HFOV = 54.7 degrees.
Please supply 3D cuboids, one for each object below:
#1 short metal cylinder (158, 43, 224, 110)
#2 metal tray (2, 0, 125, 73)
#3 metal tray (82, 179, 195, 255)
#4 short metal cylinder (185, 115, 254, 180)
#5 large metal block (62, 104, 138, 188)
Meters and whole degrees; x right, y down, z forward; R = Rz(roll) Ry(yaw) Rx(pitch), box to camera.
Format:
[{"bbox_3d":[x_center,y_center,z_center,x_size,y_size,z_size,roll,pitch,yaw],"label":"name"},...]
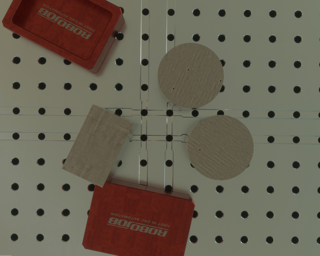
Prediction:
[{"bbox_3d":[0.037,-0.064,0.401,0.081,0.050,0.079,0,90,0],"label":"short metal cylinder"},{"bbox_3d":[-0.125,-0.142,0.409,0.130,0.030,0.090,27,90,0],"label":"metal tray"},{"bbox_3d":[-0.027,0.124,0.411,0.131,0.030,0.089,12,90,0],"label":"metal tray"},{"bbox_3d":[0.074,0.024,0.401,0.081,0.050,0.079,0,90,0],"label":"short metal cylinder"},{"bbox_3d":[-0.070,0.020,0.385,0.050,0.080,0.080,26,90,0],"label":"large metal block"}]
